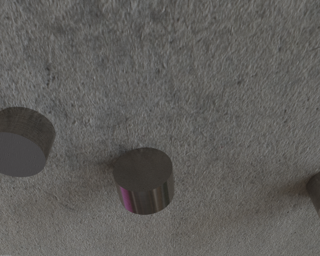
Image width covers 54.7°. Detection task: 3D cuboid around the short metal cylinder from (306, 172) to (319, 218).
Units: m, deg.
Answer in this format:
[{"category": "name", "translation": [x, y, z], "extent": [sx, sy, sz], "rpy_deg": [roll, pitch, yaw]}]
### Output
[{"category": "short metal cylinder", "translation": [0.280, 0.106, 0.485], "extent": [0.081, 0.050, 0.079], "rpy_deg": [0, 130, 0]}]

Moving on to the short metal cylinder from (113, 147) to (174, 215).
[{"category": "short metal cylinder", "translation": [-0.021, 0.073, 0.433], "extent": [0.080, 0.080, 0.050], "rpy_deg": [-4, 130, 3]}]

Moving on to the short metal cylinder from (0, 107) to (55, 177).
[{"category": "short metal cylinder", "translation": [-0.184, 0.019, 0.404], "extent": [0.081, 0.050, 0.079], "rpy_deg": [0, 130, 0]}]
